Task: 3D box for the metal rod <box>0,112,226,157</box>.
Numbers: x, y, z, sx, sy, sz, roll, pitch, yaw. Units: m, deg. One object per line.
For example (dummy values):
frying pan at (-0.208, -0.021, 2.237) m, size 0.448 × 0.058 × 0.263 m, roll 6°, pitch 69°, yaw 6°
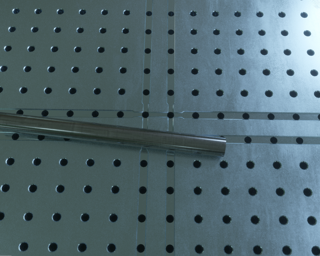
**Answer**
metal rod at (-0.066, 0.008, 0.408) m, size 0.301 × 0.025 × 0.025 m, roll 7°, pitch 70°, yaw 2°
